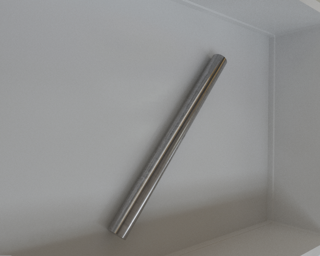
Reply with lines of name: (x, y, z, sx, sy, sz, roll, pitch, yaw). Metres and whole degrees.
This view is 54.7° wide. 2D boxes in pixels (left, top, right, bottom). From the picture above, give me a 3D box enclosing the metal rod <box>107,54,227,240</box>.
metal rod: (0.021, 0.009, 0.426, 0.025, 0.025, 0.300, 47, 62, -30)
